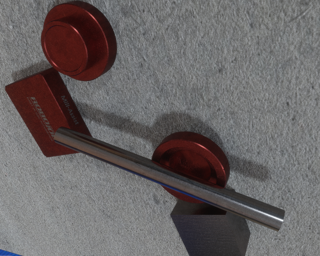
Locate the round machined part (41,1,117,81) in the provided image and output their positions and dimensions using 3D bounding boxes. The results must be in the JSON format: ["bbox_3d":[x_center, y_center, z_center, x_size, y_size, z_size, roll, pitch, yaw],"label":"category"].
[{"bbox_3d":[-0.107,-0.104,0.386,0.098,0.042,0.097,13,124,20],"label":"round machined part"}]

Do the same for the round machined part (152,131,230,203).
[{"bbox_3d":[0.042,0.046,0.401,0.098,0.042,0.097,13,124,20],"label":"round machined part"}]

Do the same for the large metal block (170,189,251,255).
[{"bbox_3d":[0.072,0.135,0.435,0.080,0.050,0.080,-10,114,32],"label":"large metal block"}]

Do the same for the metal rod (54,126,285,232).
[{"bbox_3d":[-0.002,0.056,0.387,0.301,0.025,0.025,19,126,16],"label":"metal rod"}]

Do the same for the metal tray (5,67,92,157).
[{"bbox_3d":[-0.170,-0.020,0.478,0.090,0.030,0.129,-10,114,32],"label":"metal tray"}]
